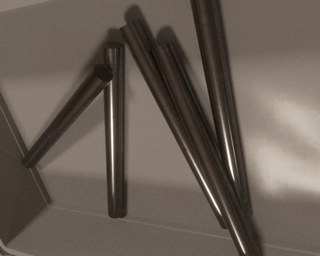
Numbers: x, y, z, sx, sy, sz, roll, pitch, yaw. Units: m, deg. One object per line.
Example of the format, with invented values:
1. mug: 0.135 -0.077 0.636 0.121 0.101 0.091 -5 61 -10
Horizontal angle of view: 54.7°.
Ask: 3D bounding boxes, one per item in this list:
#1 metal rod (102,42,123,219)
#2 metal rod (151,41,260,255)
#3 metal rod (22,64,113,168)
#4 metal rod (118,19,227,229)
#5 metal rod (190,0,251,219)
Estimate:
1. metal rod: -0.068 0.024 0.457 0.025 0.025 0.298 17 125 18
2. metal rod: 0.061 0.042 0.376 0.025 0.025 0.299 -17 102 34
3. metal rod: -0.154 -0.001 0.469 0.025 0.025 0.299 48 134 -6
4. metal rod: 0.031 0.008 0.396 0.025 0.025 0.299 -16 110 34
5. metal rod: 0.074 -0.015 0.359 0.025 0.025 0.298 -1 118 28
